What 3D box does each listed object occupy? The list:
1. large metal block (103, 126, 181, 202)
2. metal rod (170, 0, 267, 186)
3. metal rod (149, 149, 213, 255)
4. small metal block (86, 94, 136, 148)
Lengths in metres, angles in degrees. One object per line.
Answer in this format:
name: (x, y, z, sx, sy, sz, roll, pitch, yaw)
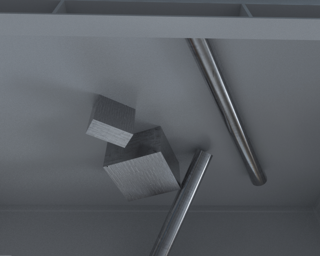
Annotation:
large metal block: (-0.023, 0.052, 0.437, 0.080, 0.050, 0.080, -16, 129, 13)
metal rod: (0.087, -0.022, 0.391, 0.025, 0.025, 0.299, -21, 128, 16)
metal rod: (0.003, 0.171, 0.439, 0.025, 0.025, 0.299, 25, 88, -20)
small metal block: (-0.060, -0.009, 0.384, 0.050, 0.050, 0.025, 22, 127, -18)
